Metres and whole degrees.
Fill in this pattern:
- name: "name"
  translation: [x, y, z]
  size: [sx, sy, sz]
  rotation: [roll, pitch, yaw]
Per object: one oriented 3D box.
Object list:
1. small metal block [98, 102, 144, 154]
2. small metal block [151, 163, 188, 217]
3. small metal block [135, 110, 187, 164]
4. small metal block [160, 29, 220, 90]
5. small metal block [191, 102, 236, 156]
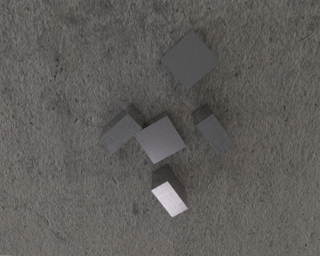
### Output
- name: "small metal block"
  translation: [-0.048, -0.001, 0.395]
  size: [0.050, 0.050, 0.025]
  rotation: [-40, 106, 13]
- name: "small metal block"
  translation: [0.013, 0.085, 0.428]
  size: [0.025, 0.050, 0.050]
  rotation: [-32, 107, 11]
- name: "small metal block"
  translation: [0.000, 0.012, 0.414]
  size: [0.050, 0.025, 0.050]
  rotation: [-29, 108, 10]
- name: "small metal block"
  translation: [0.036, -0.084, 0.379]
  size: [0.050, 0.025, 0.050]
  rotation: [-41, 105, 13]
- name: "small metal block"
  translation: [0.067, 0.000, 0.397]
  size: [0.025, 0.050, 0.050]
  rotation: [-35, 107, 12]
